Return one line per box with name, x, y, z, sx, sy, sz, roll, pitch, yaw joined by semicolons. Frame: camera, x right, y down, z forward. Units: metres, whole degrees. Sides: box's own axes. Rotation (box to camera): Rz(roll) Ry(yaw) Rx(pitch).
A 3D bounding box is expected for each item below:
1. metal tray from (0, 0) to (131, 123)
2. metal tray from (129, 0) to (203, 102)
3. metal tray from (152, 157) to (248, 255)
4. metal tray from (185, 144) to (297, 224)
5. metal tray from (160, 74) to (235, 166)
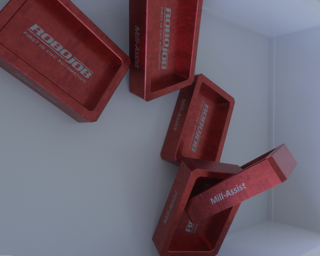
metal tray;-0.101;-0.076;0.319;0.130;0.030;0.090;41;65;-33
metal tray;0.007;-0.106;0.375;0.091;0.030;0.129;-25;132;-37
metal tray;0.053;0.107;0.403;0.091;0.030;0.129;11;108;-25
metal tray;0.100;0.070;0.391;0.091;0.130;0.030;-12;70;-59
metal tray;0.059;-0.002;0.455;0.090;0.030;0.130;28;72;-37
